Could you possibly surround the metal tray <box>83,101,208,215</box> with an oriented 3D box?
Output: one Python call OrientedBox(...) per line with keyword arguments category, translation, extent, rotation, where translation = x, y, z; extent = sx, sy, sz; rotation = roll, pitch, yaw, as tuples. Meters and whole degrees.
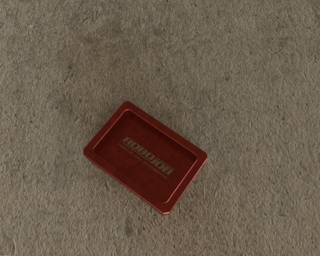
OrientedBox(category="metal tray", translation=(-0.018, 0.036, 0.393), extent=(0.130, 0.030, 0.090), rotation=(34, 73, 11))
